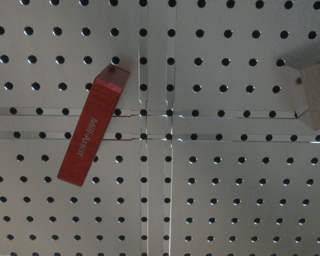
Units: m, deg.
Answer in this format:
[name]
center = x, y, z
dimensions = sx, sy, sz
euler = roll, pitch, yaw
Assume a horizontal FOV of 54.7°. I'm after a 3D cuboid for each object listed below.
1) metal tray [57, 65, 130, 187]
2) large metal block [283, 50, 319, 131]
[metal tray]
center = -0.078, -0.005, 0.375
dimensions = 0.030, 0.090, 0.129
euler = 23, 108, -8
[large metal block]
center = 0.210, -0.053, 0.382
dimensions = 0.080, 0.050, 0.080
euler = -21, 109, 7
